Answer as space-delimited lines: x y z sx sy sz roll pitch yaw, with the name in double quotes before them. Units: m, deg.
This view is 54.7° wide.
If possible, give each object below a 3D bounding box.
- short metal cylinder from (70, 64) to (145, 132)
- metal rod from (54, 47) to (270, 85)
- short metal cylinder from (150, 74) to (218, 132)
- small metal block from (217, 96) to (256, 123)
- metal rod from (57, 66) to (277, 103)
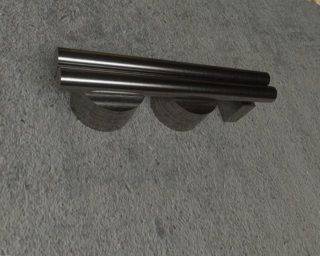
"short metal cylinder" -0.064 -0.042 0.379 0.081 0.050 0.080 14 56 -21
"metal rod" 0.024 -0.073 0.397 0.303 0.025 0.025 0 62 -28
"short metal cylinder" 0.033 -0.041 0.432 0.081 0.050 0.080 14 56 -21
"small metal block" 0.113 -0.042 0.477 0.025 0.050 0.050 -1 62 -29
"metal rod" 0.030 -0.050 0.387 0.303 0.025 0.025 0 62 -28
